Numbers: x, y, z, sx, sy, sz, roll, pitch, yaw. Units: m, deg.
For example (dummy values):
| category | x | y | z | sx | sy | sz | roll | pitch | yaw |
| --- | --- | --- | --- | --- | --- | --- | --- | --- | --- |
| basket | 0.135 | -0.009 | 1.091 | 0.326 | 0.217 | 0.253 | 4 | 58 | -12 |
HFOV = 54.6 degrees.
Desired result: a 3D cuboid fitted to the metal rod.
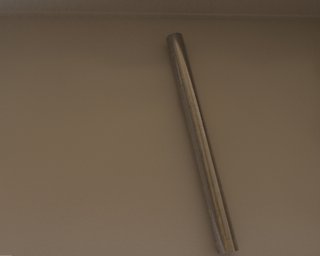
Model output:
| category | x | y | z | sx | sy | sz | roll | pitch | yaw |
| --- | --- | --- | --- | --- | --- | --- | --- | --- | --- |
| metal rod | 0.050 | 0.005 | 0.408 | 0.025 | 0.025 | 0.299 | -10 | 70 | -4 |
